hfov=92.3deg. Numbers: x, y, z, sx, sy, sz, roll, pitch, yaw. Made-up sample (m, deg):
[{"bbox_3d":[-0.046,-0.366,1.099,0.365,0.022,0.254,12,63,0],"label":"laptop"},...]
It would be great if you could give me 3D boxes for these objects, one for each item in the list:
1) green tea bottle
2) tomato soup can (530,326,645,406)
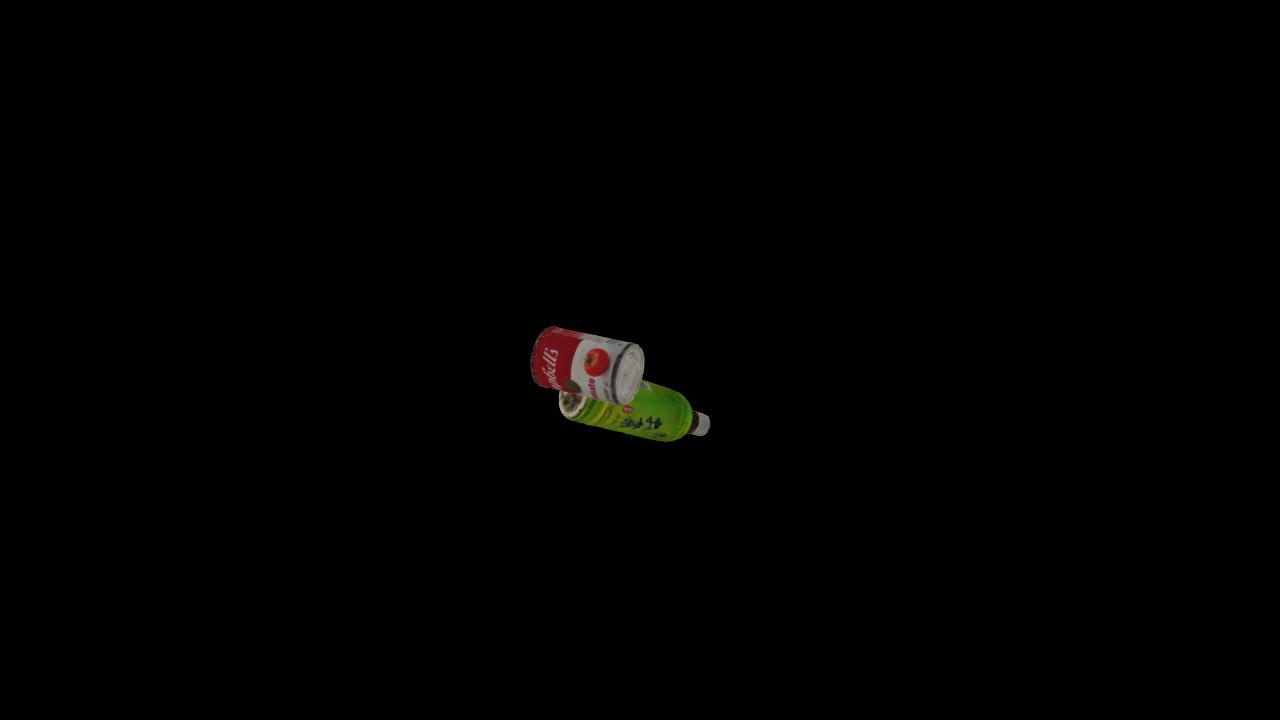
[{"bbox_3d":[0.004,0.060,0.766,0.212,0.073,0.073,16,-9,-34],"label":"green tea bottle"},{"bbox_3d":[-0.054,0.006,0.645,0.101,0.068,0.068,12,5,23],"label":"tomato soup can"}]
